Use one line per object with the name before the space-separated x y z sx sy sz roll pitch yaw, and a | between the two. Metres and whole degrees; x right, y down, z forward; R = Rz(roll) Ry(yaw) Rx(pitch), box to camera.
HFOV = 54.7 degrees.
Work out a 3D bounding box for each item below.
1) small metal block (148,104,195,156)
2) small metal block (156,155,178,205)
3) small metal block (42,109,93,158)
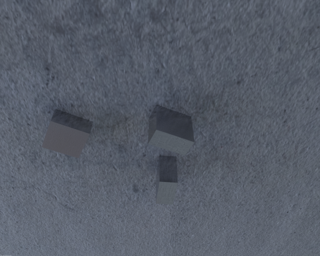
small metal block | 0.014 0.002 0.393 0.050 0.050 0.025 19 128 -16
small metal block | 0.009 0.076 0.456 0.025 0.050 0.050 5 130 -4
small metal block | -0.123 0.008 0.413 0.050 0.025 0.050 20 127 -17
